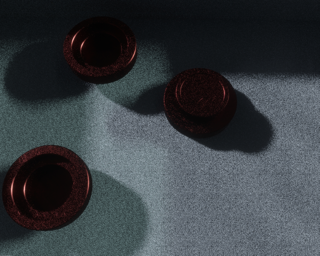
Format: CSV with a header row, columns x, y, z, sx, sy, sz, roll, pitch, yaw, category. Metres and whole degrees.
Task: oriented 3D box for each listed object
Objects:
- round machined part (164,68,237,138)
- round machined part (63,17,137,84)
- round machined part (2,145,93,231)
x,y,z,sx,sy,sz,roll,pitch,yaw,category
0.054,-0.039,0.415,0.099,0.042,0.098,0,70,0,round machined part
-0.081,-0.105,0.438,0.099,0.042,0.098,0,70,0,round machined part
-0.130,0.073,0.373,0.099,0.042,0.098,0,70,0,round machined part
